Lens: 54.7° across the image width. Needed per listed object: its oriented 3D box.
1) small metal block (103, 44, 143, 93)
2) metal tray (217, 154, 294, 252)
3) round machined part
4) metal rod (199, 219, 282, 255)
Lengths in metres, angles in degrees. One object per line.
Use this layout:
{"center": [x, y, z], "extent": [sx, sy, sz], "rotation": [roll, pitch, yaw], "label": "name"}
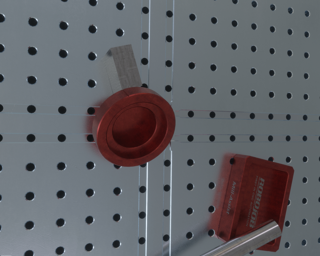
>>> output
{"center": [-0.047, -0.070, 0.382], "extent": [0.025, 0.050, 0.050], "rotation": [-17, 95, -19], "label": "small metal block"}
{"center": [0.144, 0.112, 0.463], "extent": [0.091, 0.030, 0.129], "rotation": [15, 85, -20], "label": "metal tray"}
{"center": [-0.034, -0.005, 0.377], "extent": [0.099, 0.042, 0.097], "rotation": [-13, 123, -21], "label": "round machined part"}
{"center": [0.024, 0.195, 0.401], "extent": [0.302, 0.025, 0.025], "rotation": [-23, 98, -11], "label": "metal rod"}
